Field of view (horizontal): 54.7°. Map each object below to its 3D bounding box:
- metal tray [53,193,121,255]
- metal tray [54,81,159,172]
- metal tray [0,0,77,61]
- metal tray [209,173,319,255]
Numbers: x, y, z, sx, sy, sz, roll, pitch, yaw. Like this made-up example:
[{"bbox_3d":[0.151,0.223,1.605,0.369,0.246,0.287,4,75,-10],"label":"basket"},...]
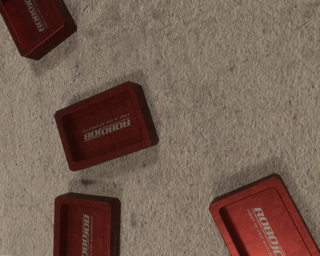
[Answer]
[{"bbox_3d":[-0.105,0.163,0.441,0.090,0.030,0.129,2,91,19],"label":"metal tray"},{"bbox_3d":[-0.076,0.000,0.431,0.130,0.030,0.090,-20,84,18],"label":"metal tray"},{"bbox_3d":[-0.194,-0.181,0.472,0.090,0.030,0.130,-31,80,17],"label":"metal tray"},{"bbox_3d":[0.127,0.130,0.361,0.090,0.030,0.130,-28,81,17],"label":"metal tray"}]
